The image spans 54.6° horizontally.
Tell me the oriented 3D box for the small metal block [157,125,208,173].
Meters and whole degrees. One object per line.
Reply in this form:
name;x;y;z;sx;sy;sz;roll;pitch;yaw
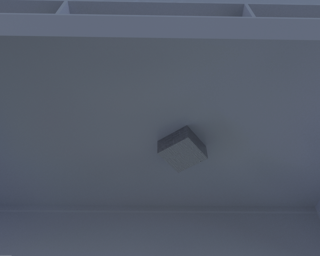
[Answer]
small metal block;0.032;0.031;0.435;0.050;0.025;0.050;-29;124;22
